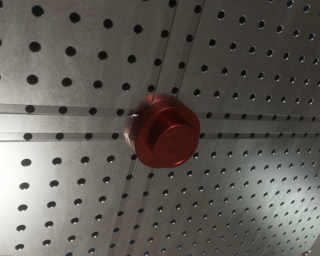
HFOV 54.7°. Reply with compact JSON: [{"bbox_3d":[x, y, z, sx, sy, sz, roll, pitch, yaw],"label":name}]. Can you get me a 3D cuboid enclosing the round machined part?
[{"bbox_3d":[0.013,0.015,0.418,0.099,0.042,0.097,-14,125,-21],"label":"round machined part"}]
